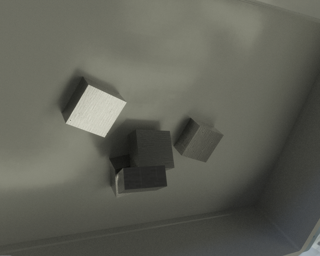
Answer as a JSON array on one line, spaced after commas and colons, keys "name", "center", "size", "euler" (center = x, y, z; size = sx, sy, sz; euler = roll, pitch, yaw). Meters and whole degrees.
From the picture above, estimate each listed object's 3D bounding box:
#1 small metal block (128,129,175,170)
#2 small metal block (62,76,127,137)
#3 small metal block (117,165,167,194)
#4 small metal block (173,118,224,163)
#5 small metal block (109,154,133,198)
[{"name": "small metal block", "center": [-0.012, 0.030, 0.404], "size": [0.050, 0.050, 0.025], "euler": [3, 161, -30]}, {"name": "small metal block", "center": [-0.075, -0.023, 0.354], "size": [0.050, 0.025, 0.050], "euler": [24, 105, -37]}, {"name": "small metal block", "center": [-0.024, 0.064, 0.381], "size": [0.050, 0.025, 0.050], "euler": [-1, 164, -17]}, {"name": "small metal block", "center": [0.057, 0.019, 0.453], "size": [0.050, 0.025, 0.050], "euler": [19, 108, -36]}, {"name": "small metal block", "center": [-0.041, 0.063, 0.427], "size": [0.050, 0.025, 0.050], "euler": [-12, 124, -22]}]
